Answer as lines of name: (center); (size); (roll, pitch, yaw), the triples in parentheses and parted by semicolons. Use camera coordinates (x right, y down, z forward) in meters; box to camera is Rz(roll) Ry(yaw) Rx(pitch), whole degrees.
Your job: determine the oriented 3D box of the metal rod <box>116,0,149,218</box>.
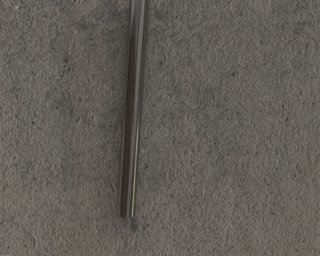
metal rod: (-0.035, -0.034, 0.409); (0.025, 0.025, 0.298); (4, 90, 0)
